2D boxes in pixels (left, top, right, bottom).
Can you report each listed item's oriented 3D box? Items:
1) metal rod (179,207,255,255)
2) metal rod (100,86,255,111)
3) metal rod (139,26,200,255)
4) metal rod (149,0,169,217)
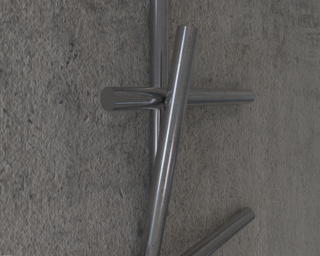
[{"bbox_3d":[0.049,0.176,0.426,0.302,0.025,0.025,-15,100,-45],"label":"metal rod"},{"bbox_3d":[0.050,-0.041,0.420,0.302,0.025,0.025,-7,95,-47],"label":"metal rod"},{"bbox_3d":[0.007,0.037,0.362,0.025,0.025,0.298,-1,106,-40],"label":"metal rod"},{"bbox_3d":[-0.001,-0.036,0.403,0.025,0.025,0.298,0,90,-40],"label":"metal rod"}]
